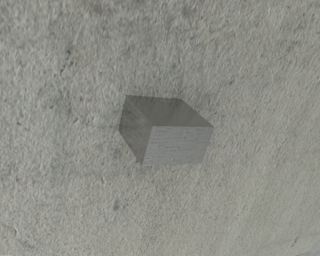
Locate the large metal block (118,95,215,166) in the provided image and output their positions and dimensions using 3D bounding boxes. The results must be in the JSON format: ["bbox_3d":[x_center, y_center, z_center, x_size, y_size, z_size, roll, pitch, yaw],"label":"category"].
[{"bbox_3d":[0.005,0.001,0.376,0.081,0.080,0.050,1,118,-29],"label":"large metal block"}]
